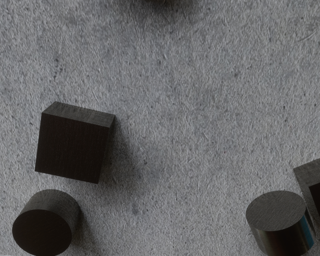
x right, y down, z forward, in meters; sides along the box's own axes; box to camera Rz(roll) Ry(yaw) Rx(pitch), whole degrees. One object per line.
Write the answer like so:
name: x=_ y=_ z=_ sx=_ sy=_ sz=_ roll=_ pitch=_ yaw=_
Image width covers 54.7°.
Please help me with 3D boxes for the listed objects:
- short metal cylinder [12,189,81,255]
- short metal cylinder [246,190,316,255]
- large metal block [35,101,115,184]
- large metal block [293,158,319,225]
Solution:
short metal cylinder: x=-0.160 y=0.136 z=0.445 sx=0.081 sy=0.050 sz=0.079 roll=0 pitch=110 yaw=0
short metal cylinder: x=0.167 y=0.132 z=0.431 sx=0.080 sy=0.080 sz=0.050 roll=-23 pitch=109 yaw=8
large metal block: x=-0.109 y=0.018 z=0.402 sx=0.080 sy=0.050 sz=0.079 roll=13 pitch=110 yaw=-5
large metal block: x=0.246 y=0.085 z=0.430 sx=0.080 sy=0.050 sz=0.080 roll=-24 pitch=109 yaw=8
